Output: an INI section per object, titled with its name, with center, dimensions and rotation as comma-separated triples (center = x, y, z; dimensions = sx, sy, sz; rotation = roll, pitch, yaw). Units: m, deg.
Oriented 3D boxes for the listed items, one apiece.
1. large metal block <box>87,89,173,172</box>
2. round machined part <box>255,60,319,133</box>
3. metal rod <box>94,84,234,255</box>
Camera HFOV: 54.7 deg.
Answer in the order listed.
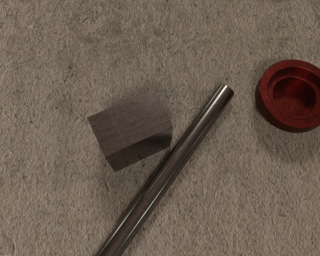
[large metal block]
center = -0.033, 0.006, 0.376
dimensions = 0.080, 0.080, 0.050
rotation = -25, 72, -9
[round machined part]
center = 0.177, -0.039, 0.416
dimensions = 0.099, 0.042, 0.098
rotation = 0, 70, -1
[metal rod]
center = 0.004, 0.063, 0.385
dimensions = 0.025, 0.025, 0.300
rotation = 34, 73, 11
